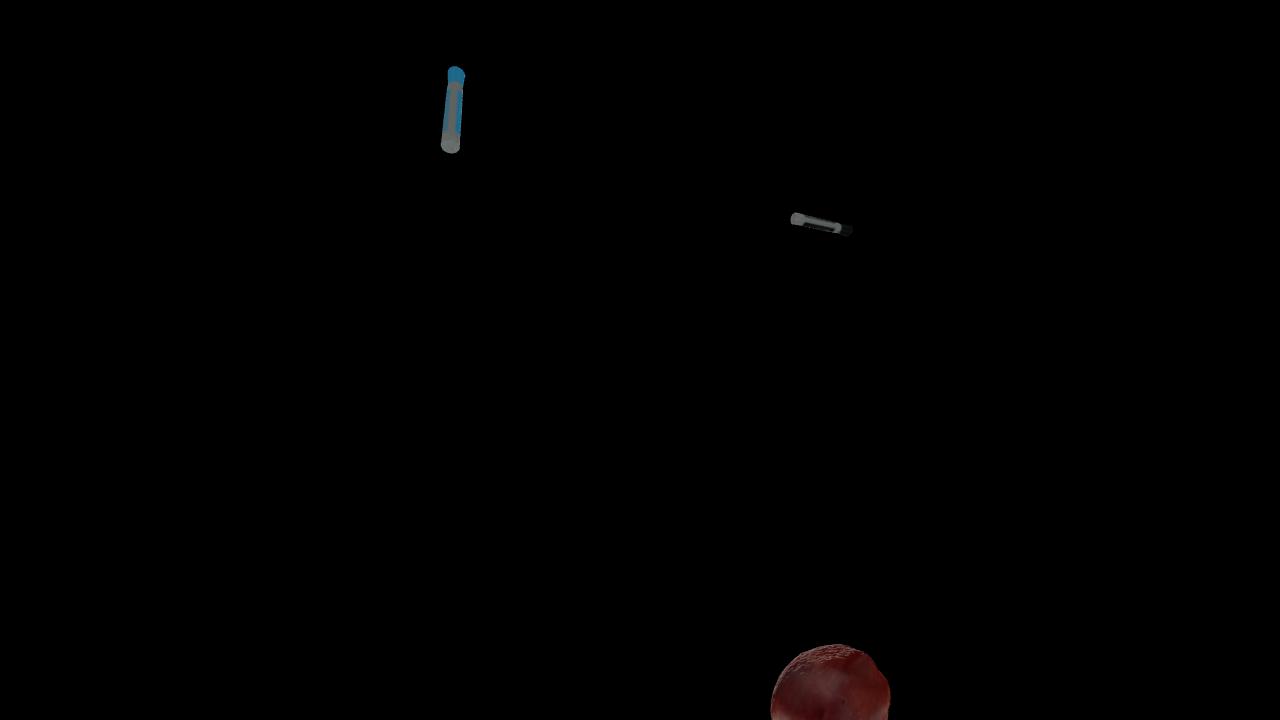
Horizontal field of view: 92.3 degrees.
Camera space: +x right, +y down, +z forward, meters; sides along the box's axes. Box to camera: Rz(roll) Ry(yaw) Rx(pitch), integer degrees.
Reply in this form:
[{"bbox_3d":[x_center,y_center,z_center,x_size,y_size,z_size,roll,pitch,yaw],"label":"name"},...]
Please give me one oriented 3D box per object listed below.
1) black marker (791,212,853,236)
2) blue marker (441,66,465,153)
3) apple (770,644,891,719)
[{"bbox_3d":[0.297,-0.218,0.994,0.121,0.020,0.020,5,-2,-26],"label":"black marker"},{"bbox_3d":[-0.201,-0.273,0.662,0.020,0.121,0.020,-4,-28,-2],"label":"blue marker"},{"bbox_3d":[0.139,0.256,0.452,0.093,0.079,0.079,-36,19,-29],"label":"apple"}]
